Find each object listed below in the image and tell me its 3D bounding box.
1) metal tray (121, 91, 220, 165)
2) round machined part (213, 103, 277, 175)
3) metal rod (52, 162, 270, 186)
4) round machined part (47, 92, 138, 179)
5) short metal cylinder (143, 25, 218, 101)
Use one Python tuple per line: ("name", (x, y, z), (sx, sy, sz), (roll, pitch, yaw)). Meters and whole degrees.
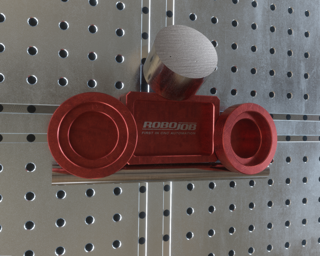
("metal tray", (0.015, 0.001, 0.411), (0.131, 0.030, 0.089), (1, 90, -21))
("round machined part", (0.114, 0.015, 0.436), (0.099, 0.042, 0.097), (1, 88, -28))
("metal rod", (0.015, 0.059, 0.414), (0.302, 0.025, 0.025), (2, 90, -20))
("round machined part", (-0.078, 0.009, 0.366), (0.099, 0.042, 0.097), (1, 87, -12))
("short metal cylinder", (0.024, -0.081, 0.389), (0.081, 0.050, 0.080), (9, 61, -16))
